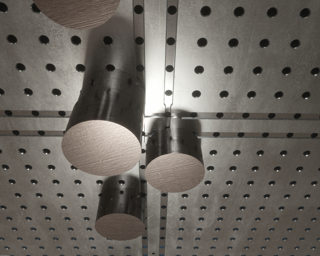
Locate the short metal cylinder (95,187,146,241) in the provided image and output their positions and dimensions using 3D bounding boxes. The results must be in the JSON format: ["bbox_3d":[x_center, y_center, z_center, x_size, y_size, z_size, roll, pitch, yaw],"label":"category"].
[{"bbox_3d":[-0.064,0.145,0.518,0.081,0.050,0.079,0,130,0],"label":"short metal cylinder"}]

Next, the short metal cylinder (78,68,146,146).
[{"bbox_3d":[-0.058,-0.024,0.374,0.081,0.050,0.079,0,130,0],"label":"short metal cylinder"}]

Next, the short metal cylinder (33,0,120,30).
[{"bbox_3d":[-0.072,-0.137,0.278,0.081,0.050,0.079,0,130,0],"label":"short metal cylinder"}]

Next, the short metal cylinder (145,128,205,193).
[{"bbox_3d":[0.020,0.046,0.435,0.081,0.050,0.079,0,130,0],"label":"short metal cylinder"}]

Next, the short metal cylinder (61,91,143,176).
[{"bbox_3d":[-0.059,0.007,0.335,0.081,0.050,0.079,0,130,0],"label":"short metal cylinder"}]
